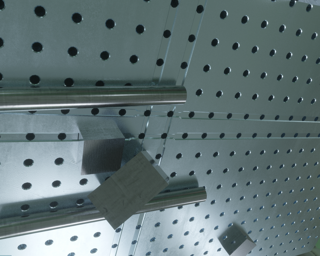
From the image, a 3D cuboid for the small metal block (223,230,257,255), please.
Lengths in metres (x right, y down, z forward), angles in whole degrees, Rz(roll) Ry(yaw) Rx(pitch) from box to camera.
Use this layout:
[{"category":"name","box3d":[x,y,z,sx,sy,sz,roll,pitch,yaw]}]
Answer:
[{"category":"small metal block","box3d":[0.170,0.251,0.659,0.050,0.025,0.050,-46,129,4]}]

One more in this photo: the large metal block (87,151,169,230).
[{"category":"large metal block","box3d":[-0.035,0.074,0.394,0.080,0.080,0.050,-40,86,-1]}]

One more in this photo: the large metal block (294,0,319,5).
[{"category":"large metal block","box3d":[0.190,-0.208,0.370,0.080,0.050,0.080,32,101,-38]}]

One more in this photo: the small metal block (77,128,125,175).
[{"category":"small metal block","box3d":[-0.075,0.029,0.388,0.050,0.025,0.050,-3,120,-27]}]

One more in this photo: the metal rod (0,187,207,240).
[{"category":"metal rod","box3d":[-0.063,0.118,0.449,0.303,0.025,0.025,-3,120,-27]}]

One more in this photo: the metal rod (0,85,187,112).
[{"category":"metal rod","box3d":[-0.107,-0.032,0.332,0.303,0.025,0.025,-4,121,-26]}]
